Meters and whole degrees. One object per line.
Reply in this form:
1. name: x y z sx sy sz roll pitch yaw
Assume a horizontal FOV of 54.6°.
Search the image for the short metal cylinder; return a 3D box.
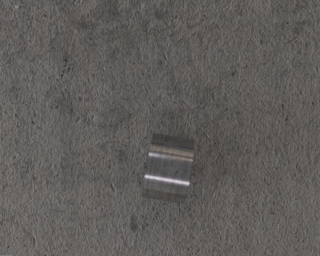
1. short metal cylinder: 0.009 0.049 0.383 0.050 0.080 0.080 10 90 0
